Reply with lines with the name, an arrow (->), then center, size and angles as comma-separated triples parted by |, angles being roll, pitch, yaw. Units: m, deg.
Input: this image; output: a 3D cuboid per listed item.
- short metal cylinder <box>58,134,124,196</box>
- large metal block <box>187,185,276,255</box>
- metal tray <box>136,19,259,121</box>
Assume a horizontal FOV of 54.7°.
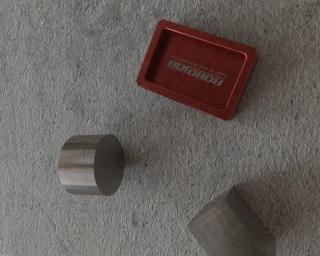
short metal cylinder -> -0.088, 0.049, 0.411 | 0.050, 0.080, 0.080 | -2, 89, 20
large metal block -> 0.084, 0.119, 0.350 | 0.050, 0.080, 0.080 | -40, 78, 16
metal tray -> 0.045, -0.073, 0.390 | 0.130, 0.030, 0.089 | 24, 98, 18
